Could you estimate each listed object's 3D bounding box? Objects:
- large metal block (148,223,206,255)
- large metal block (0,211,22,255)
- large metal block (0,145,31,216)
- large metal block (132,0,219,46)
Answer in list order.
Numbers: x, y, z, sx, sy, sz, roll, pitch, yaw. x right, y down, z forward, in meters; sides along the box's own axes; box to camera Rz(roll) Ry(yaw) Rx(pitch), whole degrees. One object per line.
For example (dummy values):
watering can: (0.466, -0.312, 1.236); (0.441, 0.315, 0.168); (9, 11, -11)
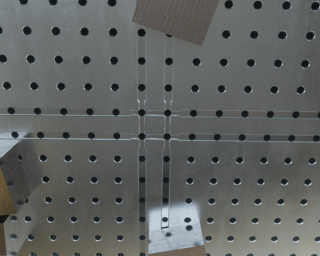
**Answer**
large metal block: (0.030, 0.200, 0.474); (0.080, 0.050, 0.079); (-10, 110, 3)
large metal block: (-0.255, 0.154, 0.453); (0.081, 0.050, 0.079); (5, 110, -2)
large metal block: (-0.237, 0.074, 0.424); (0.080, 0.050, 0.079); (-7, 110, 2)
large metal block: (0.021, -0.146, 0.347); (0.080, 0.050, 0.079); (18, 109, -7)
